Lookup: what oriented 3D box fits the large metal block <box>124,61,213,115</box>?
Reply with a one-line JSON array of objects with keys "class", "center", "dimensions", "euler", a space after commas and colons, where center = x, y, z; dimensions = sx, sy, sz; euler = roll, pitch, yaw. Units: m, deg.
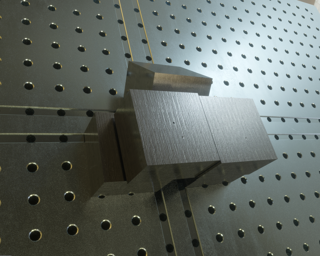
[{"class": "large metal block", "center": [0.008, -0.052, 0.403], "dimensions": [0.081, 0.050, 0.080], "euler": [0, 20, -29]}]

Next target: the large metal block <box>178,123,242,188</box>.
[{"class": "large metal block", "center": [0.067, 0.029, 0.411], "dimensions": [0.081, 0.050, 0.080], "euler": [-1, 62, -29]}]

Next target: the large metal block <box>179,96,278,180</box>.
[{"class": "large metal block", "center": [0.077, 0.011, 0.362], "dimensions": [0.081, 0.050, 0.080], "euler": [0, 62, -29]}]

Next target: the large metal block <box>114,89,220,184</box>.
[{"class": "large metal block", "center": [0.005, 0.009, 0.323], "dimensions": [0.081, 0.050, 0.080], "euler": [0, 62, -29]}]

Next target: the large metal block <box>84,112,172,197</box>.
[{"class": "large metal block", "center": [-0.037, 0.030, 0.356], "dimensions": [0.081, 0.050, 0.080], "euler": [1, 61, -28]}]
